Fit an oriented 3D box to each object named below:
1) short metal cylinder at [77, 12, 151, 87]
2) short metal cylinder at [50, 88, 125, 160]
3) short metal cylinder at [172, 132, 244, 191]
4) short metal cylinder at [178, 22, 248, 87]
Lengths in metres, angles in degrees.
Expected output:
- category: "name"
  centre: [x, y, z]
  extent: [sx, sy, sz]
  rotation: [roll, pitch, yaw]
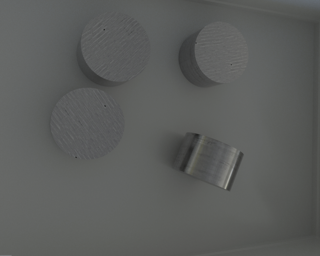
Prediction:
- category: "short metal cylinder"
  centre: [-0.058, -0.093, 0.376]
  extent: [0.081, 0.050, 0.079]
  rotation: [0, 90, -21]
- category: "short metal cylinder"
  centre: [-0.087, -0.005, 0.366]
  extent: [0.081, 0.050, 0.079]
  rotation: [0, 90, -21]
- category: "short metal cylinder"
  centre: [0.062, 0.044, 0.406]
  extent: [0.080, 0.080, 0.050]
  rotation: [25, 82, -19]
- category: "short metal cylinder"
  centre: [0.072, -0.098, 0.425]
  extent: [0.081, 0.050, 0.079]
  rotation: [0, 90, -21]
